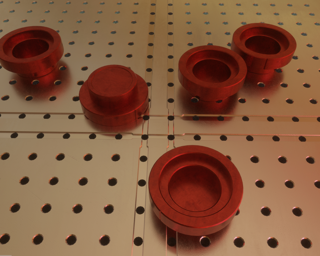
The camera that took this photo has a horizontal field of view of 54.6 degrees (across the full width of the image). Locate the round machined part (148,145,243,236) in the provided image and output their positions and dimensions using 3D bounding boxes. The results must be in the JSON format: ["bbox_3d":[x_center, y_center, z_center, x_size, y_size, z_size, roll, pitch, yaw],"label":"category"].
[{"bbox_3d":[0.037,0.070,0.338,0.099,0.042,0.098,0,50,0],"label":"round machined part"}]

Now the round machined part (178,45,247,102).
[{"bbox_3d":[0.076,-0.077,0.462,0.099,0.042,0.098,0,50,0],"label":"round machined part"}]

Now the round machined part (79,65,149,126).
[{"bbox_3d":[-0.066,-0.053,0.441,0.099,0.042,0.098,0,50,0],"label":"round machined part"}]

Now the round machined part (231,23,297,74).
[{"bbox_3d":[0.164,-0.125,0.503,0.099,0.042,0.098,0,50,0],"label":"round machined part"}]

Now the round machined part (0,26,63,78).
[{"bbox_3d":[-0.203,-0.118,0.495,0.099,0.042,0.098,0,50,0],"label":"round machined part"}]
